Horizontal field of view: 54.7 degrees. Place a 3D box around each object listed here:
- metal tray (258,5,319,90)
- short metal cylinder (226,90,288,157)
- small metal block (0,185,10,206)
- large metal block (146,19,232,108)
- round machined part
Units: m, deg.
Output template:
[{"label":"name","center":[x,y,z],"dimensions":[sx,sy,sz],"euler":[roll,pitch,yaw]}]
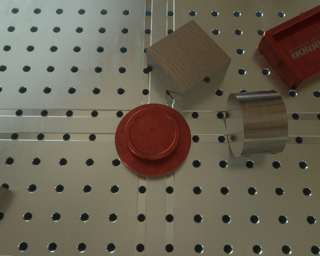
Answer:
[{"label":"metal tray","center":[0.225,-0.124,0.455],"dimensions":[0.131,0.030,0.090],"euler":[-28,72,-10]},{"label":"short metal cylinder","center":[0.117,-0.005,0.385],"dimensions":[0.050,0.080,0.080],"euler":[-5,70,-2]},{"label":"small metal block","center":[-0.224,0.087,0.378],"dimensions":[0.050,0.025,0.050],"euler":[22,71,7]},{"label":"large metal block","center":[0.038,-0.089,0.431],"dimensions":[0.080,0.050,0.080],"euler":[-36,74,-12]},{"label":"round machined part","center":[-0.009,0.012,0.398],"dimensions":[0.099,0.042,0.098],"euler":[0,70,0]}]
